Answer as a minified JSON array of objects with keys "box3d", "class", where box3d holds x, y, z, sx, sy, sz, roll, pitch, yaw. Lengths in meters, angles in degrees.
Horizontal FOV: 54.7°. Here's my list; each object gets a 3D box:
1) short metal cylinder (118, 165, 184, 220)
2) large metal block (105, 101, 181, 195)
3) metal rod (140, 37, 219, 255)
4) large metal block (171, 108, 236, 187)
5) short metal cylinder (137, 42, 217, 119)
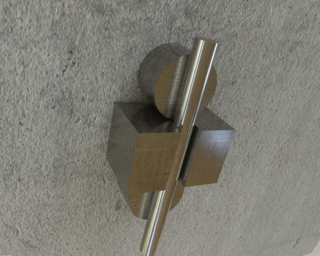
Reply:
[{"box3d":[-0.013,0.081,0.436,0.081,0.050,0.079,-14,124,-21],"class":"short metal cylinder"},{"box3d":[-0.024,0.021,0.372,0.050,0.080,0.079,-1,119,-28],"class":"large metal block"},{"box3d":[0.016,0.041,0.377,0.025,0.025,0.298,-1,119,-28],"class":"metal rod"},{"box3d":[0.044,0.019,0.408,0.050,0.080,0.079,-1,119,-28],"class":"large metal block"},{"box3d":[0.020,-0.056,0.368,0.081,0.050,0.079,-14,124,-21],"class":"short metal cylinder"}]
